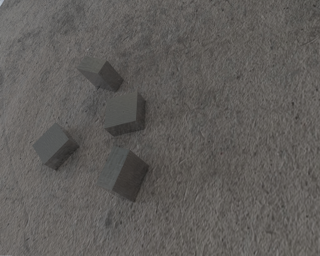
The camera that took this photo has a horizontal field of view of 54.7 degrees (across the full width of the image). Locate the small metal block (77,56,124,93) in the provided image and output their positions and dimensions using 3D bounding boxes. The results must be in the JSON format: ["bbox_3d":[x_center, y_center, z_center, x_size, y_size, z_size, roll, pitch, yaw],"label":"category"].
[{"bbox_3d":[-0.094,-0.085,0.489,0.050,0.050,0.025,18,72,35],"label":"small metal block"}]

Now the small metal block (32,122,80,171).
[{"bbox_3d":[-0.158,0.027,0.470,0.050,0.025,0.050,-46,51,-4],"label":"small metal block"}]

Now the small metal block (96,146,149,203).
[{"bbox_3d":[-0.044,0.057,0.376,0.025,0.050,0.050,9,67,32],"label":"small metal block"}]

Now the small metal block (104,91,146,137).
[{"bbox_3d":[-0.049,-0.020,0.442,0.050,0.025,0.050,-13,56,21],"label":"small metal block"}]
